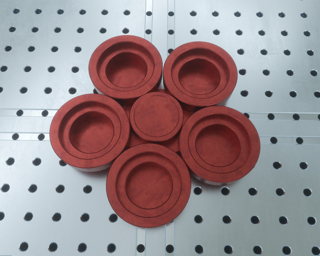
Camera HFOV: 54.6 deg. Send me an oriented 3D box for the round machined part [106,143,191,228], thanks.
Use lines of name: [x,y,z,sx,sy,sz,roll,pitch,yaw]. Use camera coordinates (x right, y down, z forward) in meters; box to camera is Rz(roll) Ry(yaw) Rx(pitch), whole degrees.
round machined part: [-0.013,0.071,0.376,0.099,0.042,0.098,0,70,0]

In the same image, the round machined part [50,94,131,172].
round machined part: [-0.086,0.008,0.399,0.099,0.042,0.098,0,70,0]

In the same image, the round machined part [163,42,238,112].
round machined part: [0.053,-0.066,0.427,0.099,0.042,0.098,0,70,0]

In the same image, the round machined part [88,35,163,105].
round machined part: [-0.046,-0.076,0.430,0.099,0.042,0.098,0,70,0]

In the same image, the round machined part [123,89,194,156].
round machined part: [-0.004,-0.008,0.405,0.099,0.042,0.098,0,70,0]

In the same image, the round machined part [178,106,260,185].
round machined part: [0.072,0.024,0.394,0.099,0.042,0.098,0,70,0]
